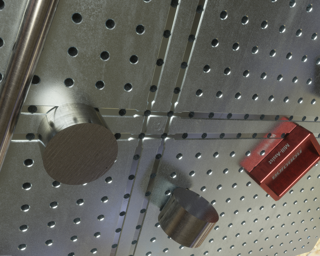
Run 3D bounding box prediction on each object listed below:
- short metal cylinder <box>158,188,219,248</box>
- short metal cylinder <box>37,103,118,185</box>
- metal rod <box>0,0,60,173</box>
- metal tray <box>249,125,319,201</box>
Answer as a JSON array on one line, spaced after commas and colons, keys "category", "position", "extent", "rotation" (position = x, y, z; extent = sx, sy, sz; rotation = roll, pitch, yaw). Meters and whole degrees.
[{"category": "short metal cylinder", "position": [0.044, 0.139, 0.486], "extent": [0.080, 0.080, 0.050], "rotation": [19, 108, -36]}, {"category": "short metal cylinder", "position": [-0.094, 0.018, 0.354], "extent": [0.081, 0.050, 0.079], "rotation": [-14, 124, -21]}, {"category": "metal rod", "position": [-0.131, -0.065, 0.299], "extent": [0.025, 0.025, 0.298], "rotation": [15, 111, -34]}, {"category": "metal tray", "position": [0.239, 0.068, 0.580], "extent": [0.130, 0.030, 0.090], "rotation": [-46, 129, 4]}]
